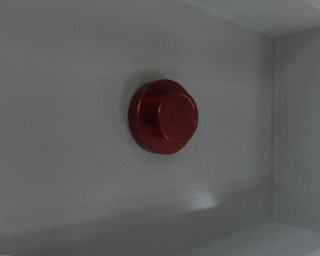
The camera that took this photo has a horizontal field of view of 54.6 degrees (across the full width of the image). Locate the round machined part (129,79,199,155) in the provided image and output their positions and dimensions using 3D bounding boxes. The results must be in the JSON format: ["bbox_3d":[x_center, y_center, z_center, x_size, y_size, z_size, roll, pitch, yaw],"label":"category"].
[{"bbox_3d":[0.012,-0.014,0.400,0.099,0.042,0.097,0,90,-40],"label":"round machined part"}]
